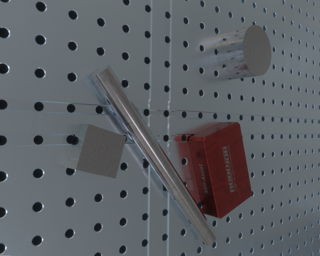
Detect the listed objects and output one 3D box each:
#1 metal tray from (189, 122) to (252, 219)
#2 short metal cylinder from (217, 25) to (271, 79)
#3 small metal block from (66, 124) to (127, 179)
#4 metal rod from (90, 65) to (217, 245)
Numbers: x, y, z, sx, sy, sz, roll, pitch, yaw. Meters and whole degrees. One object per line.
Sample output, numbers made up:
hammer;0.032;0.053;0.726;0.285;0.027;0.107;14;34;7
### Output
metal tray;0.098;0.063;0.489;0.091;0.030;0.129;-21;103;-38
short metal cylinder;0.139;-0.123;0.510;0.081;0.050;0.079;0;90;-40
small metal block;-0.071;0.027;0.350;0.050;0.025;0.050;22;76;-38
metal rod;0.003;0.052;0.412;0.025;0.025;0.299;-46;118;-30
